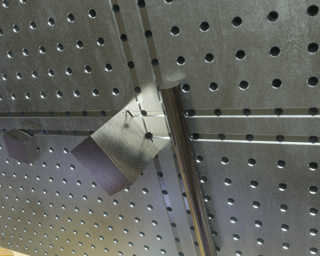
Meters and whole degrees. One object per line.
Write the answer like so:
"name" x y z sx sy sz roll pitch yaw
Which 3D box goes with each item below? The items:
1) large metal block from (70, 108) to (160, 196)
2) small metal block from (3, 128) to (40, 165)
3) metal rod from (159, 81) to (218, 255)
"large metal block" -0.059 0.032 0.426 0.050 0.080 0.080 -33 100 38
"small metal block" -0.252 0.033 0.565 0.050 0.025 0.050 15 125 19
"metal rod" 0.046 0.079 0.435 0.025 0.025 0.298 -1 118 28
